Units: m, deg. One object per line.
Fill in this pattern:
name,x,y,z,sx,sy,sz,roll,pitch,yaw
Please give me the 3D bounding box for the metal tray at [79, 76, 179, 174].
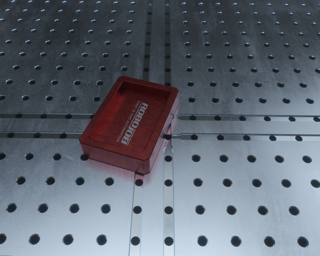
metal tray,-0.036,-0.010,0.412,0.090,0.030,0.130,15,51,11
